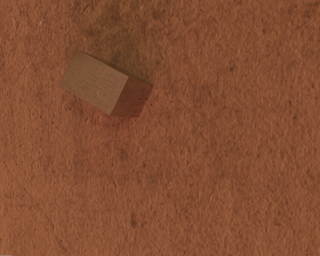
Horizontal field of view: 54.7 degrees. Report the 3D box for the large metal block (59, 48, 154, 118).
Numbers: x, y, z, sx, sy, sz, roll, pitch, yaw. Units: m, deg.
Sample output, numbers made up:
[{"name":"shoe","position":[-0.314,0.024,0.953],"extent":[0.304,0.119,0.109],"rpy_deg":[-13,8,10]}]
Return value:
[{"name":"large metal block","position":[-0.066,-0.055,0.402],"extent":[0.080,0.080,0.050],"rpy_deg":[30,100,17]}]
